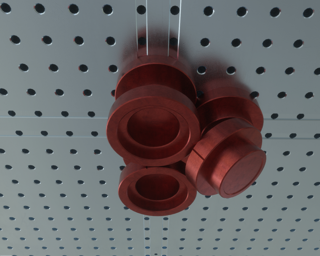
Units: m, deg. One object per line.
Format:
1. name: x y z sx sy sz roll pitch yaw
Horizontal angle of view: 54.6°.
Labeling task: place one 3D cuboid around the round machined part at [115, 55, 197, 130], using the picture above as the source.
1. round machined part: -0.005 -0.034 0.372 0.099 0.042 0.097 0 130 0

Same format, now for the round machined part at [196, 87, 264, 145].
1. round machined part: 0.084 -0.001 0.401 0.099 0.042 0.097 0 130 0

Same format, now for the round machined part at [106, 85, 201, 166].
1. round machined part: -0.007 -0.006 0.339 0.099 0.042 0.097 0 130 0

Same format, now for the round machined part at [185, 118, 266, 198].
1. round machined part: 0.081 0.041 0.352 0.099 0.042 0.097 -22 134 -24

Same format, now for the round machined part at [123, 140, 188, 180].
1. round machined part: -0.004 0.041 0.436 0.099 0.042 0.097 0 130 0

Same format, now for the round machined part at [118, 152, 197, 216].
1. round machined part: -0.003 0.069 0.403 0.099 0.042 0.097 0 130 0
